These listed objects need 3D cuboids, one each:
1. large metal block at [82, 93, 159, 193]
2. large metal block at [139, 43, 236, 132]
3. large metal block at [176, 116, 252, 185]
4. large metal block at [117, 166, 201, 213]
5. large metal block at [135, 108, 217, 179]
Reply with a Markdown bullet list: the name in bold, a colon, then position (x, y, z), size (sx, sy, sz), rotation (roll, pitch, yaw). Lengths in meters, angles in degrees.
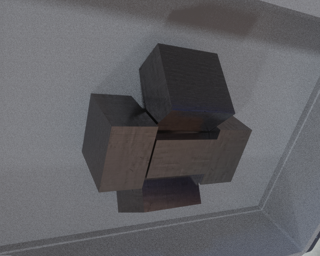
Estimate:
- **large metal block**: position (-0.050, 0.014, 0.353), size (0.050, 0.080, 0.079), rotation (1, 118, -29)
- **large metal block**: position (0.029, -0.043, 0.353), size (0.081, 0.080, 0.050), rotation (1, 155, -29)
- **large metal block**: position (0.066, 0.018, 0.419), size (0.050, 0.080, 0.079), rotation (1, 118, -29)
- **large metal block**: position (-0.005, 0.081, 0.410), size (0.081, 0.080, 0.050), rotation (0, 77, -30)
- **large metal block**: position (0.009, 0.016, 0.386), size (0.081, 0.080, 0.050), rotation (1, 118, -29)
